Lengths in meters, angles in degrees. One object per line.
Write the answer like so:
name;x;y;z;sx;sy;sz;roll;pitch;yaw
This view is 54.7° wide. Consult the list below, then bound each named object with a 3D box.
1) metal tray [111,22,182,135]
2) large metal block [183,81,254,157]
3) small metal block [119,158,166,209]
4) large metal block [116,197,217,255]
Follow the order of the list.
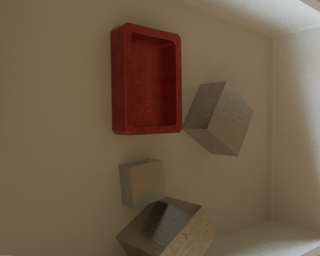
metal tray;-0.015;-0.057;0.392;0.091;0.030;0.129;-2;91;-40
large metal block;0.089;-0.013;0.467;0.080;0.050;0.080;38;66;-34
small metal block;-0.022;0.068;0.390;0.050;0.025;0.050;-8;96;-40
large metal block;0.008;0.133;0.380;0.080;0.080;0.050;-39;115;-33
